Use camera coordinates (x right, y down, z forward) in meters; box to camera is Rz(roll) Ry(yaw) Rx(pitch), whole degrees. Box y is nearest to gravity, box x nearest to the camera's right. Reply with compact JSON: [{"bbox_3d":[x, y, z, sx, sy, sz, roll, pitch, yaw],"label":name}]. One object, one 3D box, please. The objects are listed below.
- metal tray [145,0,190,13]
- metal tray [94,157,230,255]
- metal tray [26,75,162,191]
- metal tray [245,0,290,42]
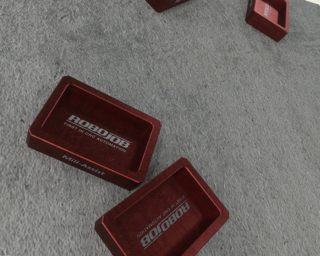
[{"bbox_3d":[0.012,-0.270,0.572,0.090,0.030,0.131,48,51,5],"label":"metal tray"},{"bbox_3d":[0.007,0.101,0.341,0.131,0.030,0.090,-31,79,-38],"label":"metal tray"},{"bbox_3d":[-0.071,0.005,0.358,0.131,0.030,0.090,26,52,-12],"label":"metal tray"},{"bbox_3d":[0.241,-0.259,0.687,0.090,0.030,0.130,28,52,-11],"label":"metal tray"}]
